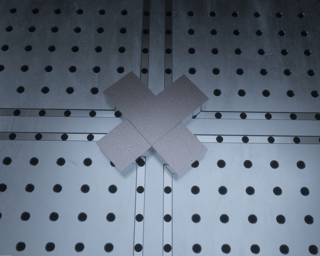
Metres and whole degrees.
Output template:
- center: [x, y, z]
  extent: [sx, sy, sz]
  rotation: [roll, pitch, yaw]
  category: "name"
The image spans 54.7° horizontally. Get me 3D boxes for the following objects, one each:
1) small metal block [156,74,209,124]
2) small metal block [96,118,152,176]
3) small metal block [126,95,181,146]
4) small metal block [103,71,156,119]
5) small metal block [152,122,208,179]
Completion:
- center: [0.030, -0.037, 0.425]
  extent: [0.050, 0.025, 0.050]
  rotation: [-39, 75, -13]
  category: "small metal block"
- center: [-0.046, 0.025, 0.402]
  extent: [0.050, 0.025, 0.050]
  rotation: [-39, 75, -13]
  category: "small metal block"
- center: [-0.008, -0.007, 0.413]
  extent: [0.050, 0.025, 0.050]
  rotation: [-39, 75, -13]
  category: "small metal block"
- center: [-0.041, -0.042, 0.426]
  extent: [0.050, 0.025, 0.050]
  rotation: [-39, 75, -13]
  category: "small metal block"
- center: [0.025, 0.029, 0.401]
  extent: [0.050, 0.025, 0.050]
  rotation: [-39, 75, -13]
  category: "small metal block"
